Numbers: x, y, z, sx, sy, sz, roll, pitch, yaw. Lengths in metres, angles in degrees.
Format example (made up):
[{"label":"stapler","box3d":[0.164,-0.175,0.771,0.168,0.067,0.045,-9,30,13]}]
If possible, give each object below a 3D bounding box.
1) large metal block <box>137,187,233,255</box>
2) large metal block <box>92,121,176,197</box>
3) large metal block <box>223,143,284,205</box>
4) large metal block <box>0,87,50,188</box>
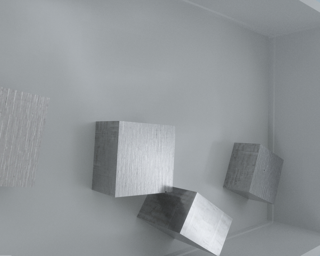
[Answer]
[{"label":"large metal block","box3d":[0.032,0.116,0.400,0.080,0.080,0.050,41,65,-33]},{"label":"large metal block","box3d":[-0.030,0.035,0.367,0.081,0.050,0.080,5,87,-40]},{"label":"large metal block","box3d":[0.161,0.077,0.529,0.080,0.050,0.080,29,72,-37]},{"label":"large metal block","box3d":[-0.150,0.006,0.265,0.081,0.050,0.080,13,82,-40]}]
